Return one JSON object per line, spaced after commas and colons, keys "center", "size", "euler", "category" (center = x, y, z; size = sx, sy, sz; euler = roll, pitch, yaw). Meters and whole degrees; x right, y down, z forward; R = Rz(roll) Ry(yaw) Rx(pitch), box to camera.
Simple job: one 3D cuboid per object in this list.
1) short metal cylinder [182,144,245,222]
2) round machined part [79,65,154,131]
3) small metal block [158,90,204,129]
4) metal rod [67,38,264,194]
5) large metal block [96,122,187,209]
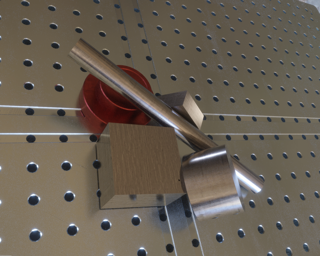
{"center": [0.063, 0.064, 0.361], "size": [0.080, 0.050, 0.080], "euler": [-17, 90, -76], "category": "short metal cylinder"}
{"center": [-0.049, -0.042, 0.397], "size": [0.099, 0.042, 0.098], "euler": [14, 56, -21], "category": "round machined part"}
{"center": [0.022, -0.019, 0.405], "size": [0.050, 0.050, 0.025], "euler": [51, 45, -39], "category": "small metal block"}
{"center": [0.022, -0.003, 0.381], "size": [0.301, 0.025, 0.025], "euler": [36, 50, -21], "category": "metal rod"}
{"center": [-0.024, 0.043, 0.351], "size": [0.081, 0.050, 0.080], "euler": [5, 60, -26], "category": "large metal block"}
